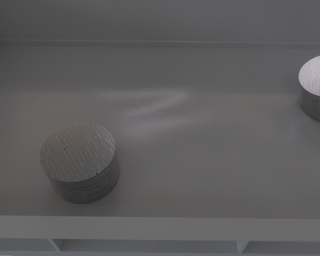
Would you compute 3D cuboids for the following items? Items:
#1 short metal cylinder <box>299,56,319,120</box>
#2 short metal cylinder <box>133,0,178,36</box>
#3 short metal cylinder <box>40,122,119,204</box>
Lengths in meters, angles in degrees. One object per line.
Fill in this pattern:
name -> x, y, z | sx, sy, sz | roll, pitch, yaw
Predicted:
short metal cylinder -> 0.233, -0.055, 0.421 | 0.080, 0.050, 0.080 | -13, 49, 15
short metal cylinder -> -0.008, -0.214, 0.571 | 0.081, 0.050, 0.080 | 0, 50, 0
short metal cylinder -> -0.089, 0.039, 0.355 | 0.080, 0.050, 0.080 | 0, 50, 0
